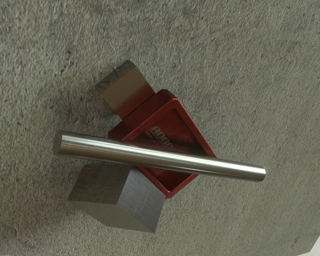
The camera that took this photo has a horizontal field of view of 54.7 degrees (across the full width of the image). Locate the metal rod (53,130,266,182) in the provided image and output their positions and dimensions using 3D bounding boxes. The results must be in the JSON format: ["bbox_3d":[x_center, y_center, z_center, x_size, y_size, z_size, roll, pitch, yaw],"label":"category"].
[{"bbox_3d":[0.025,0.041,0.378,0.302,0.025,0.025,13,112,-34],"label":"metal rod"}]

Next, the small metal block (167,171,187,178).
[{"bbox_3d":[0.033,0.053,0.461,0.050,0.025,0.050,-44,130,2],"label":"small metal block"}]

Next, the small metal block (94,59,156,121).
[{"bbox_3d":[-0.039,-0.043,0.362,0.050,0.025,0.050,-39,130,-2],"label":"small metal block"}]

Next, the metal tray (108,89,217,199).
[{"bbox_3d":[0.008,0.025,0.393,0.090,0.030,0.130,-40,130,-2],"label":"metal tray"}]

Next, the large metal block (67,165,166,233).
[{"bbox_3d":[-0.052,0.088,0.389,0.080,0.080,0.050,51,47,-40],"label":"large metal block"}]
